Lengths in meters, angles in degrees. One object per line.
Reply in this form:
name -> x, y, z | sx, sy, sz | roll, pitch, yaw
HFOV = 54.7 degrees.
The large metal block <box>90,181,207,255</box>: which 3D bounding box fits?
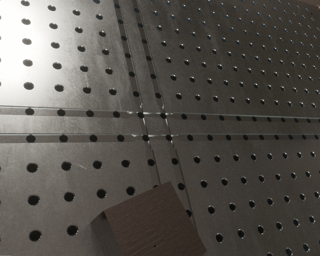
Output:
large metal block -> -0.013, 0.112, 0.318 | 0.081, 0.050, 0.080 | -17, 71, -35
